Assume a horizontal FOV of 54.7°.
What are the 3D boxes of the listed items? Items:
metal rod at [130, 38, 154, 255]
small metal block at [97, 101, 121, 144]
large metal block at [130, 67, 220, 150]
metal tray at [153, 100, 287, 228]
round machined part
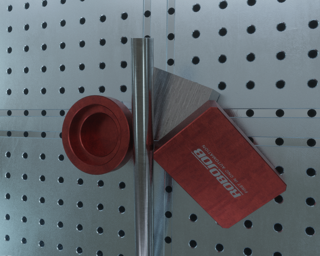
[{"bbox_3d":[-0.020,0.046,0.373,0.025,0.025,0.298,6,108,20],"label":"metal rod"},{"bbox_3d":[-0.074,-0.007,0.435,0.050,0.025,0.050,-23,82,18],"label":"small metal block"},{"bbox_3d":[0.019,-0.023,0.389,0.080,0.050,0.080,24,98,18],"label":"large metal block"},{"bbox_3d":[0.068,0.044,0.355,0.090,0.030,0.130,-40,103,16],"label":"metal tray"},{"bbox_3d":[-0.072,0.008,0.396,0.098,0.042,0.097,0,91,23],"label":"round machined part"}]
